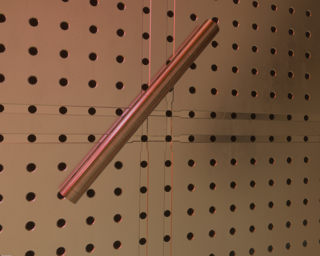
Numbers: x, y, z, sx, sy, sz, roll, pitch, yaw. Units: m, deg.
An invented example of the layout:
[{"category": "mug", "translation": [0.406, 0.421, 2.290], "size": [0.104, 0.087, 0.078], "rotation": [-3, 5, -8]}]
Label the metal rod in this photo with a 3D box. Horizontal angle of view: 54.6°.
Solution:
[{"category": "metal rod", "translation": [-0.019, -0.030, 0.405], "size": [0.025, 0.025, 0.300], "rotation": [43, 77, -15]}]
